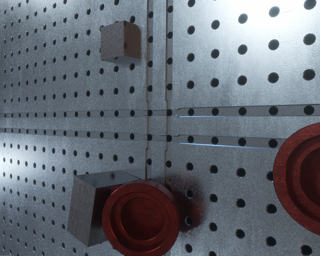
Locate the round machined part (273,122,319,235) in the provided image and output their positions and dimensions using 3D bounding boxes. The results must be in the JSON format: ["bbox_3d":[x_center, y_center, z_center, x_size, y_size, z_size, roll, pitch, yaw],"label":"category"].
[{"bbox_3d":[0.155,0.043,0.270,0.098,0.042,0.097,0,90,40],"label":"round machined part"}]

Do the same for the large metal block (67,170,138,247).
[{"bbox_3d":[-0.077,0.109,0.436,0.050,0.081,0.079,16,100,41],"label":"large metal block"}]

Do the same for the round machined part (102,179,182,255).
[{"bbox_3d":[-0.021,0.114,0.399,0.098,0.042,0.097,1,95,12],"label":"round machined part"}]

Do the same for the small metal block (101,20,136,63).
[{"bbox_3d":[-0.062,-0.127,0.461,0.050,0.025,0.050,0,90,40],"label":"small metal block"}]
